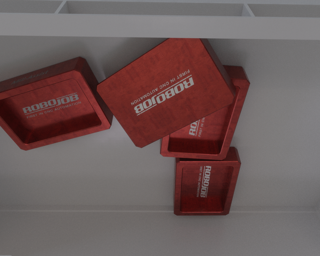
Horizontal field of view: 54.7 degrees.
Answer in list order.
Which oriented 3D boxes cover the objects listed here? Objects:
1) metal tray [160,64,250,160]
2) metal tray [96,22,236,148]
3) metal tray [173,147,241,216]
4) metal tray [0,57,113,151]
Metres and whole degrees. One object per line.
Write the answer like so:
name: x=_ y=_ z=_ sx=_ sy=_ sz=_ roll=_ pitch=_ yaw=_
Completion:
metal tray: x=0.050 y=-0.017 z=0.391 sx=0.091 sy=0.030 sz=0.129 roll=4 pitch=130 yaw=-4
metal tray: x=0.006 y=-0.043 z=0.344 sx=0.130 sy=0.030 sz=0.090 roll=-27 pitch=105 yaw=25
metal tray: x=0.068 y=0.086 z=0.478 sx=0.091 sy=0.030 sz=0.129 roll=0 pitch=130 yaw=0
metal tray: x=-0.135 y=-0.026 z=0.382 sx=0.130 sy=0.030 sz=0.090 roll=-14 pitch=129 yaw=11
